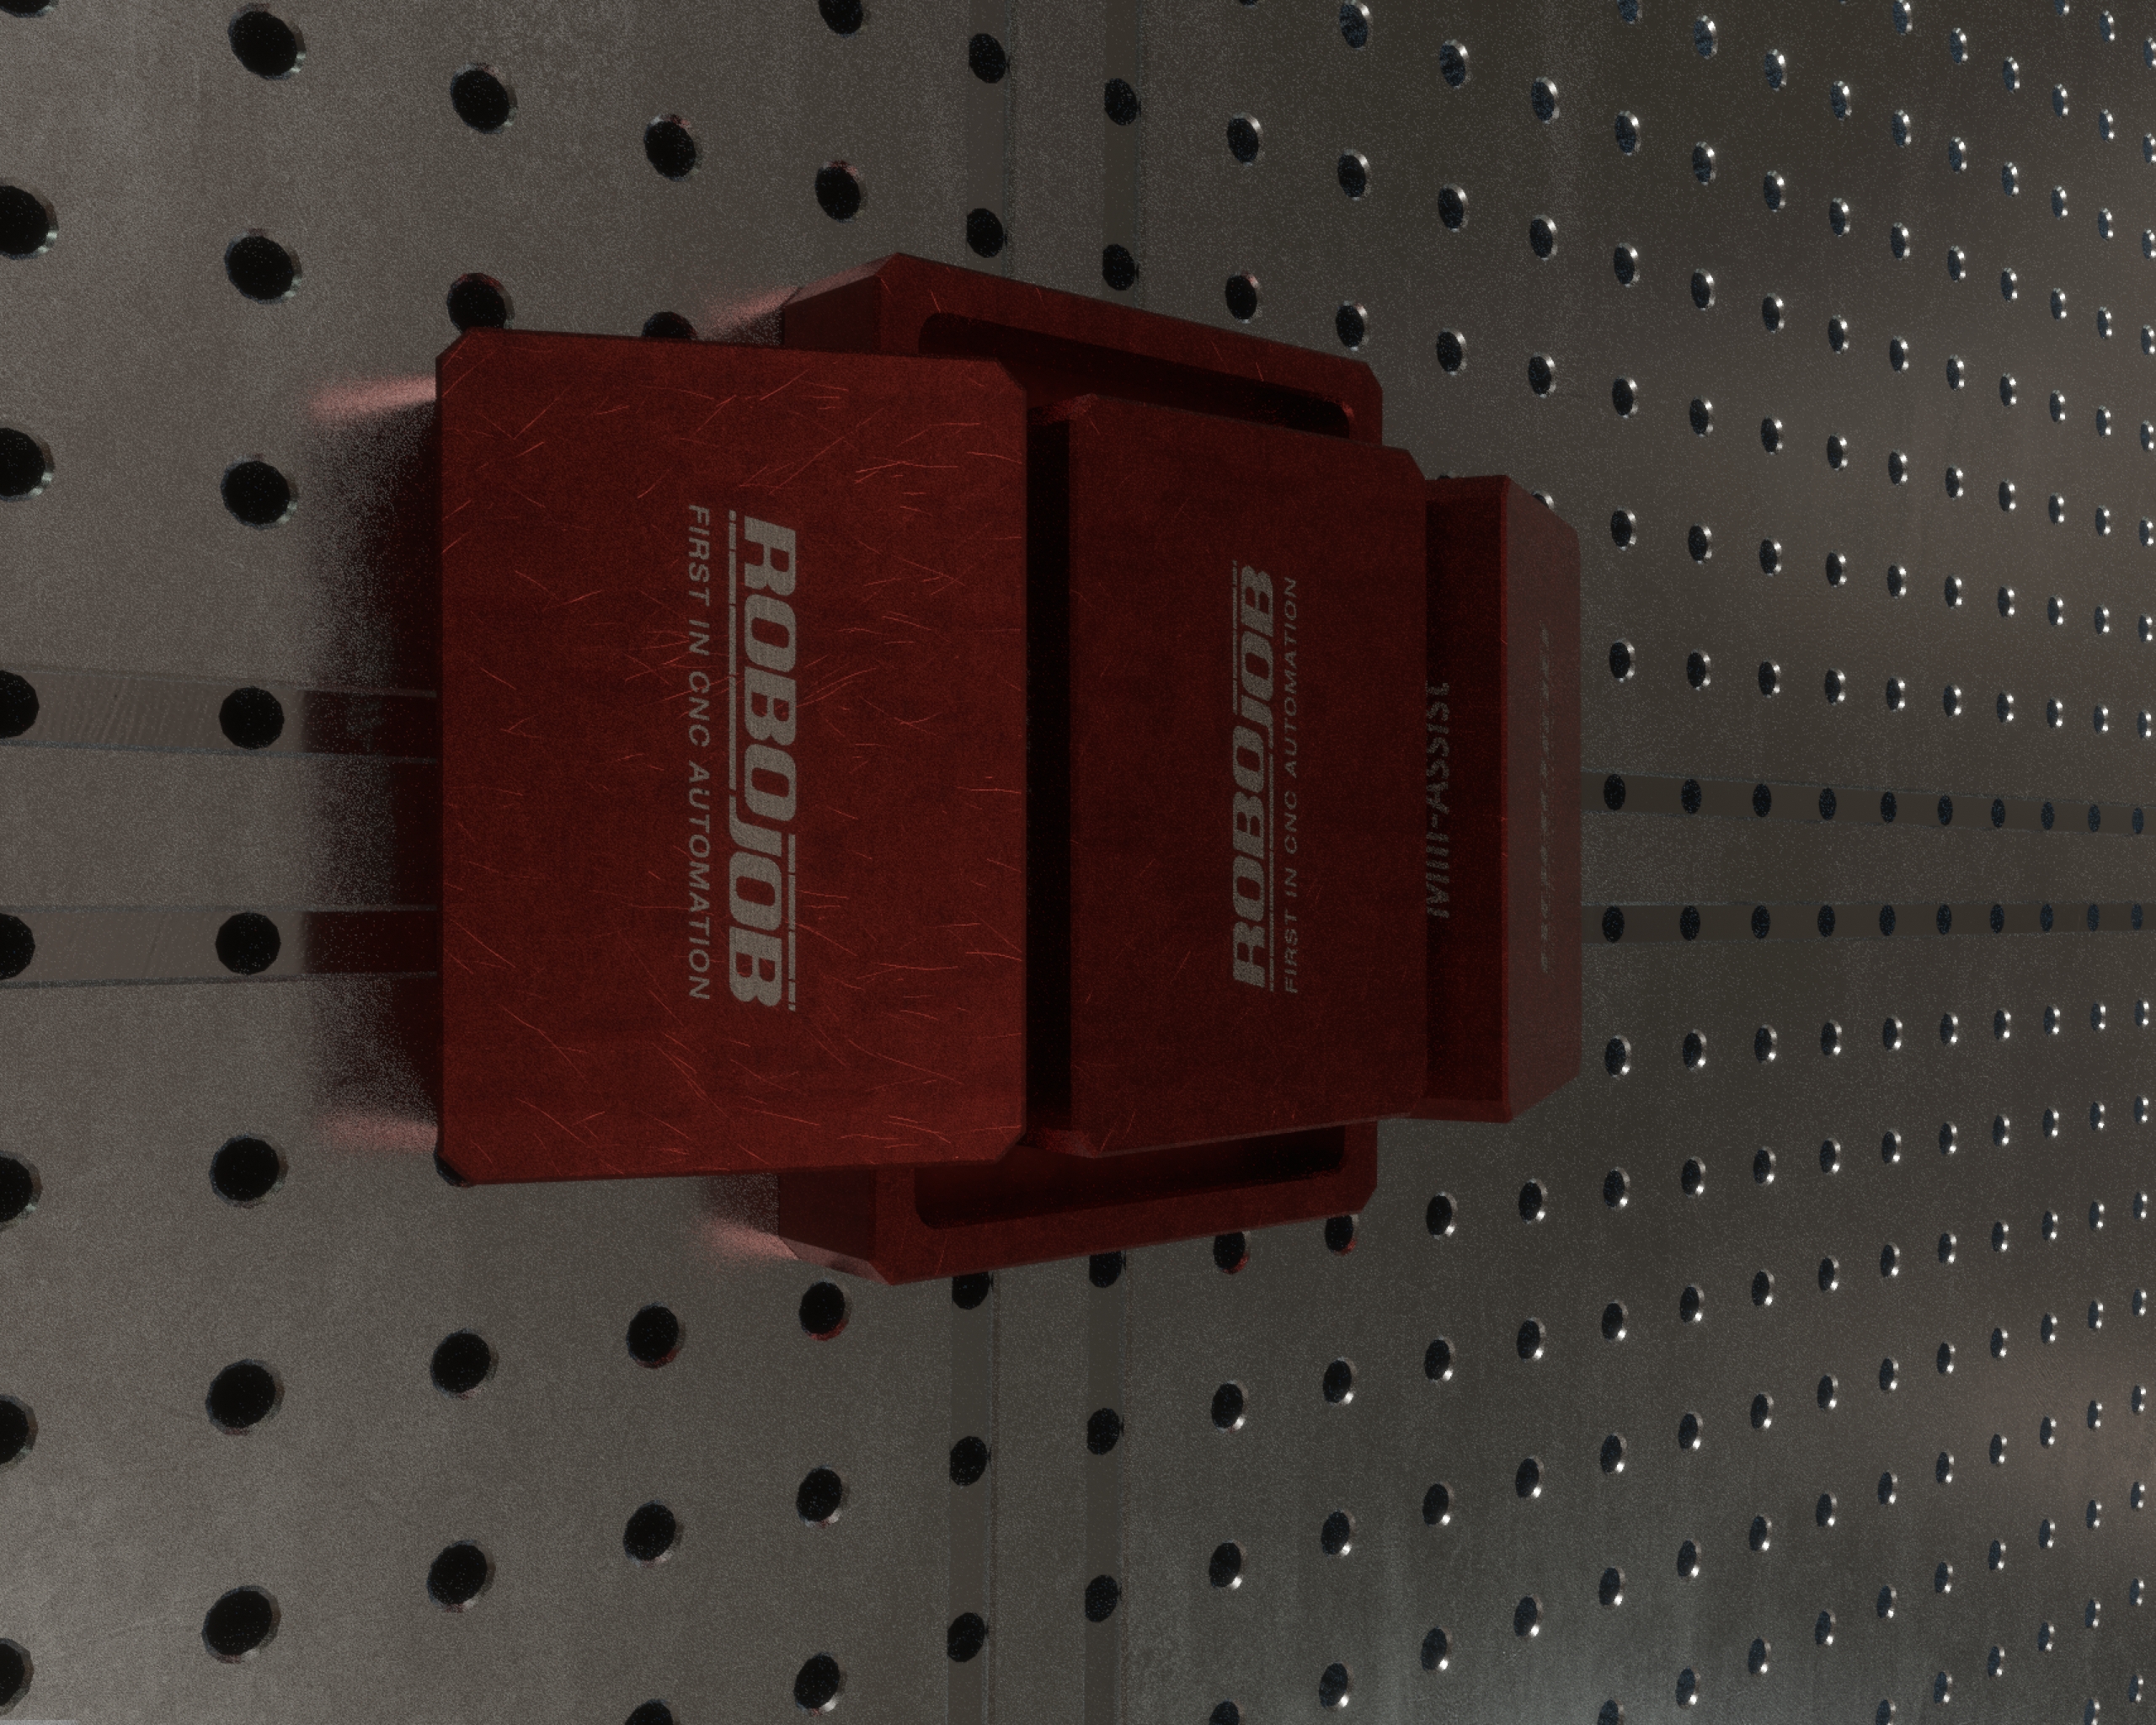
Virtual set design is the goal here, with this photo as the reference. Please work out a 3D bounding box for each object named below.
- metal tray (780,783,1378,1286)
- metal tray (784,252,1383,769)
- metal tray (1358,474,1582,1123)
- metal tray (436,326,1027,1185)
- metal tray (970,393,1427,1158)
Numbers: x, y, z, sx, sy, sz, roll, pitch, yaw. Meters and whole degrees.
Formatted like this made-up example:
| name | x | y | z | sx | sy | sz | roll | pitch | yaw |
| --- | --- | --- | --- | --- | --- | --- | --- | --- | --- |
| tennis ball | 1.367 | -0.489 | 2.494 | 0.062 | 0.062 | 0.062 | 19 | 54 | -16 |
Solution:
| name | x | y | z | sx | sy | sz | roll | pitch | yaw |
| --- | --- | --- | --- | --- | --- | --- | --- | --- | --- |
| metal tray | 0.005 | 0.029 | 0.413 | 0.131 | 0.030 | 0.089 | 0 | 90 | -40 |
| metal tray | 0.005 | -0.061 | 0.412 | 0.131 | 0.030 | 0.089 | 0 | 90 | -40 |
| metal tray | 0.088 | -0.013 | 0.457 | 0.090 | 0.030 | 0.129 | -2 | 92 | -67 |
| metal tray | -0.056 | -0.016 | 0.337 | 0.091 | 0.030 | 0.129 | 0 | 91 | -14 |
| metal tray | 0.024 | -0.015 | 0.389 | 0.091 | 0.030 | 0.129 | -1 | 91 | -40 |
